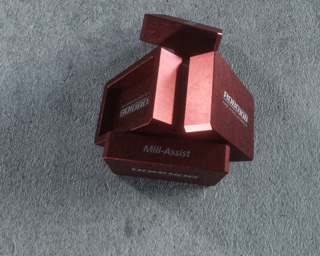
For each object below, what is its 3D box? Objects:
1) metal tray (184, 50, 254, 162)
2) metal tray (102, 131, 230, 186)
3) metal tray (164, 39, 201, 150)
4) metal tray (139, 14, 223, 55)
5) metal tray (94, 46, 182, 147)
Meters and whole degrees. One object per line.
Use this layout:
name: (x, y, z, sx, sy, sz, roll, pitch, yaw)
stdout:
metal tray: (0.076, -0.019, 0.364, 0.030, 0.130, 0.090, -7, 67, 33)
metal tray: (0.007, 0.039, 0.360, 0.131, 0.090, 0.030, 7, 70, 2)
metal tray: (0.026, -0.036, 0.388, 0.030, 0.090, 0.130, 7, 70, 2)
metal tray: (0.034, -0.123, 0.406, 0.090, 0.130, 0.030, 17, 112, 5)
metal tray: (-0.030, -0.029, 0.368, 0.030, 0.130, 0.090, 20, 66, -32)
